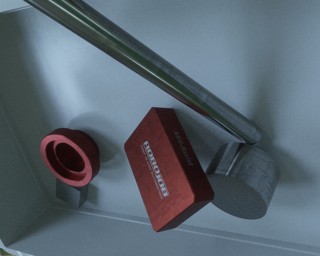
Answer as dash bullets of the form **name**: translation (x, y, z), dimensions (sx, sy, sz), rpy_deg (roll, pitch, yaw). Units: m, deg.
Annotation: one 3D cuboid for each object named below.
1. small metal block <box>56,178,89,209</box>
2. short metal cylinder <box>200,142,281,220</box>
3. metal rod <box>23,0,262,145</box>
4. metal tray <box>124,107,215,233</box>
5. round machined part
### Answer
- **small metal block**: translation (-0.159, 0.112, 0.559), dimensions (0.050, 0.025, 0.050), rpy_deg (25, 127, 12)
- **short metal cylinder**: translation (0.094, 0.063, 0.367), dimensions (0.080, 0.050, 0.080), rpy_deg (24, 144, 19)
- **metal rod**: translation (-0.006, -0.055, 0.284), dimensions (0.301, 0.025, 0.025), rpy_deg (29, 136, -30)
- **metal tray**: translation (0.005, 0.050, 0.385), dimensions (0.089, 0.030, 0.130), rpy_deg (-51, 51, 39)
- **round machined part**: translation (-0.137, 0.042, 0.493), dimensions (0.098, 0.042, 0.097), rpy_deg (13, 124, 20)
